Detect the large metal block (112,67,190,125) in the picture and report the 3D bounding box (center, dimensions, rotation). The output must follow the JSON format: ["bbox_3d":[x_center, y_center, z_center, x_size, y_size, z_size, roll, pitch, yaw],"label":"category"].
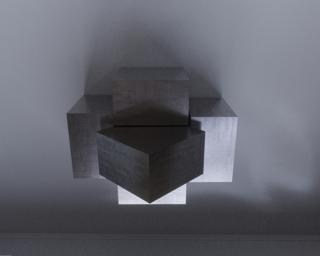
[{"bbox_3d":[-0.010,-0.040,0.366,0.081,0.080,0.050,0,110,0],"label":"large metal block"}]

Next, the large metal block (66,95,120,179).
[{"bbox_3d":[-0.075,0.008,0.383,0.050,0.080,0.079,0,110,0],"label":"large metal block"}]

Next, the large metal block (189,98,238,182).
[{"bbox_3d":[0.058,0.012,0.383,0.050,0.080,0.079,0,110,-1],"label":"large metal block"}]

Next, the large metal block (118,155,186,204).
[{"bbox_3d":[-0.009,0.054,0.401,0.081,0.080,0.050,0,110,0],"label":"large metal block"}]

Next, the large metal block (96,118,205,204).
[{"bbox_3d":[-0.010,0.027,0.330,0.081,0.080,0.050,-19,117,-42],"label":"large metal block"}]
